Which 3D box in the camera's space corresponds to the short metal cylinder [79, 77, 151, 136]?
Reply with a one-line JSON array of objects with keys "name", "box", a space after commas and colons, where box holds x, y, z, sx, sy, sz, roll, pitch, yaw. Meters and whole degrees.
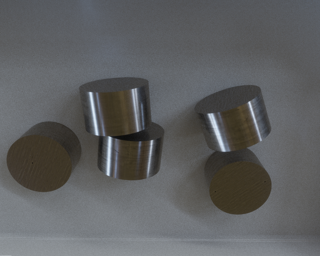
[{"name": "short metal cylinder", "box": [-0.052, -0.028, 0.371, 0.080, 0.080, 0.050, -3, 110, 1]}]

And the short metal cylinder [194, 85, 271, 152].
[{"name": "short metal cylinder", "box": [0.088, -0.013, 0.378, 0.080, 0.080, 0.050, -19, 109, 7]}]

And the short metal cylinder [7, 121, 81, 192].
[{"name": "short metal cylinder", "box": [-0.151, 0.037, 0.410, 0.081, 0.050, 0.079, 0, 110, 0]}]

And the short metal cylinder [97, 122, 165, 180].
[{"name": "short metal cylinder", "box": [-0.037, 0.024, 0.390, 0.081, 0.080, 0.050, 6, 110, -2]}]

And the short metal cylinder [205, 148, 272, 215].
[{"name": "short metal cylinder", "box": [0.104, 0.070, 0.425, 0.081, 0.050, 0.079, 0, 110, 0]}]
